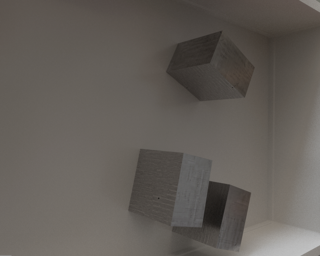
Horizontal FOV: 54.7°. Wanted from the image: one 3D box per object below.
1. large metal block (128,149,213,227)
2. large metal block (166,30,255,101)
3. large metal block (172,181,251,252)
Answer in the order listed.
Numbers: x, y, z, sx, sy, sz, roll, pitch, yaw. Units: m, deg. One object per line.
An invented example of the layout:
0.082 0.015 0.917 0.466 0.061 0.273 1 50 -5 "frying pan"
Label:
0.012 0.072 0.383 0.050 0.080 0.080 18 79 -39 "large metal block"
0.070 -0.082 0.432 0.080 0.080 0.050 35 69 -35 "large metal block"
0.071 0.118 0.434 0.050 0.080 0.080 26 74 -38 "large metal block"
